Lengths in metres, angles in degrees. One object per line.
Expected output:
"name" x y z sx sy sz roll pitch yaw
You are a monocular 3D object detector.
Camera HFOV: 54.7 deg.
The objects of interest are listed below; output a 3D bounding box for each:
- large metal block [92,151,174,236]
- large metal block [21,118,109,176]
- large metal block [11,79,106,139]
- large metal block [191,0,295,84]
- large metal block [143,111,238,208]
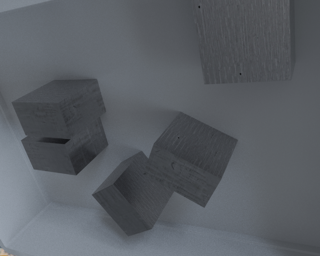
"large metal block" -0.036 0.094 0.448 0.050 0.080 0.080 -31 101 38
"large metal block" -0.137 0.022 0.457 0.080 0.080 0.050 3 120 26
"large metal block" -0.135 -0.029 0.424 0.080 0.080 0.050 3 120 26
"large metal block" 0.082 -0.090 0.293 0.080 0.050 0.079 1 119 27
"large metal block" 0.038 0.035 0.373 0.080 0.080 0.050 27 128 10
